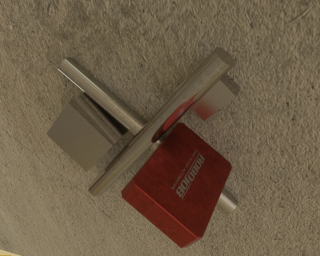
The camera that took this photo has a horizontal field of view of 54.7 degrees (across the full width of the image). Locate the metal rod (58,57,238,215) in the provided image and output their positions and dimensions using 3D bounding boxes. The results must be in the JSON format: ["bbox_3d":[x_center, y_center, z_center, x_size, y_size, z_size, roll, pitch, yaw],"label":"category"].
[{"bbox_3d":[-0.015,0.011,0.422,0.300,0.025,0.025,41,129,0],"label":"metal rod"}]

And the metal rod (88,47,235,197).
[{"bbox_3d":[-0.019,0.014,0.392,0.025,0.025,0.298,43,129,-2],"label":"metal rod"}]

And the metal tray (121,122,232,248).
[{"bbox_3d":[0.026,0.059,0.361,0.090,0.131,0.030,41,130,0],"label":"metal tray"}]

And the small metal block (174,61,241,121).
[{"bbox_3d":[0.054,-0.044,0.352,0.050,0.025,0.050,46,129,-4],"label":"small metal block"}]

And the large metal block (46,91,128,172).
[{"bbox_3d":[-0.103,0.004,0.445,0.080,0.050,0.080,45,129,-4],"label":"large metal block"}]
